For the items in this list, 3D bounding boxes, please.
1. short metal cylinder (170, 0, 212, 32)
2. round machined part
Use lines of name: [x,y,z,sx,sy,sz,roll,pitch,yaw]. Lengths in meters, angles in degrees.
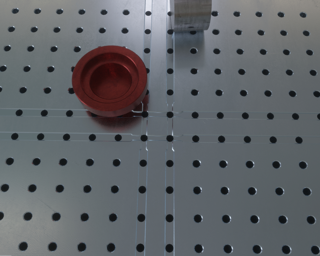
short metal cylinder: [0.042,-0.182,0.449,0.050,0.080,0.080,-4,70,-1]
round machined part: [-0.066,-0.060,0.424,0.099,0.042,0.098,0,70,0]
